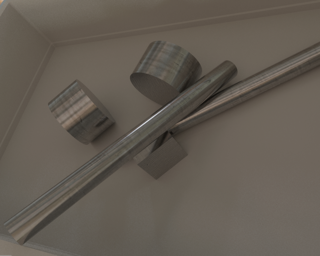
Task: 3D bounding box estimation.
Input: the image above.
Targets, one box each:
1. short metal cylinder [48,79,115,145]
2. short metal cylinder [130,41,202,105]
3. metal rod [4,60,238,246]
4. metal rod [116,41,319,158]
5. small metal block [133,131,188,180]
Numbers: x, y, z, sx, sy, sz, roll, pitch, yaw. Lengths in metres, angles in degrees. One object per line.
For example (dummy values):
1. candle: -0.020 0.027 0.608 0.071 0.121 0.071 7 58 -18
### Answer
1. short metal cylinder: -0.110 -0.022 0.440 0.050 0.080 0.080 -41 51 1
2. short metal cylinder: 0.008 -0.068 0.407 0.080 0.080 0.050 17 71 34
3. metal rod: -0.019 0.008 0.331 0.302 0.025 0.025 -38 48 -25
4. metal rod: 0.068 -0.029 0.386 0.301 0.025 0.025 -26 53 11
5. small metal block: -0.001 0.029 0.371 0.050 0.050 0.025 -39 51 2
